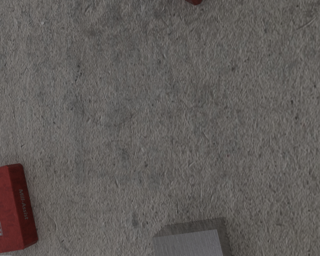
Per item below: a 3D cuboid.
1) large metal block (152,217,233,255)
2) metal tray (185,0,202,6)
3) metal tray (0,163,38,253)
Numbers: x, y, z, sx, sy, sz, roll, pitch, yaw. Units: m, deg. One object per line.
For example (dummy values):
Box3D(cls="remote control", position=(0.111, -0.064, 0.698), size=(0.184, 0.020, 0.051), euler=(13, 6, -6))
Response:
Box3D(cls="large metal block", position=(0.044, 0.161, 0.380), size=(0.080, 0.050, 0.080), euler=(-14, 85, 19))
Box3D(cls="metal tray", position=(0.017, -0.230, 0.400), size=(0.130, 0.030, 0.090), euler=(35, 101, 16))
Box3D(cls="metal tray", position=(-0.253, 0.130, 0.495), size=(0.090, 0.030, 0.129), euler=(-16, 85, 19))
